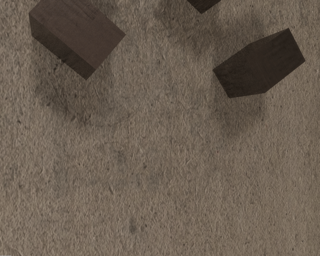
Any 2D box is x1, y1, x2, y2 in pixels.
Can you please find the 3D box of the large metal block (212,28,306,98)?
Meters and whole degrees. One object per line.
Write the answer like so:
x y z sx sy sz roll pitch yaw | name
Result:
0.135 -0.087 0.431 0.080 0.080 0.050 -36 102 -17 | large metal block

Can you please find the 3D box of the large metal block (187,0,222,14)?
0.057 -0.207 0.402 0.080 0.080 0.050 38 78 -17 | large metal block

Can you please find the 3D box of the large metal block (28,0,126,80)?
-0.094 -0.103 0.345 0.080 0.080 0.050 40 77 -16 | large metal block
